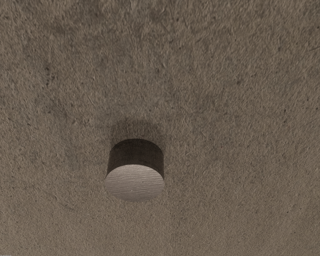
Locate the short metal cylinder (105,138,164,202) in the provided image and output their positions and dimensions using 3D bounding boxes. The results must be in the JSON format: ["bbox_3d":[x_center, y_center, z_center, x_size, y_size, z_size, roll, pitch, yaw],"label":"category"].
[{"bbox_3d":[-0.035,0.061,0.442,0.081,0.050,0.079,0,130,0],"label":"short metal cylinder"}]
